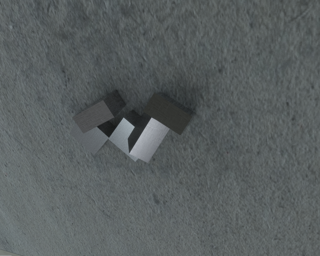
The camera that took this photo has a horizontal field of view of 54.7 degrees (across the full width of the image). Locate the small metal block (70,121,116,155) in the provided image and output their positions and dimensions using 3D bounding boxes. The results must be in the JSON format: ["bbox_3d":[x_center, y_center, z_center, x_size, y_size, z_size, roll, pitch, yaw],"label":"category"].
[{"bbox_3d":[-0.099,0.005,0.460,0.050,0.025,0.050,43,129,-2],"label":"small metal block"}]

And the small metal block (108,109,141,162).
[{"bbox_3d":[-0.036,0.011,0.431,0.050,0.025,0.050,41,129,0],"label":"small metal block"}]

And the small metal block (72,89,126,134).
[{"bbox_3d":[-0.079,-0.023,0.409,0.050,0.050,0.025,-26,105,20],"label":"small metal block"}]

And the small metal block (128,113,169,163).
[{"bbox_3d":[-0.015,0.007,0.377,0.025,0.050,0.050,29,102,-16],"label":"small metal block"}]

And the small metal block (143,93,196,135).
[{"bbox_3d":[0.013,-0.018,0.367,0.050,0.050,0.025,33,102,6],"label":"small metal block"}]
